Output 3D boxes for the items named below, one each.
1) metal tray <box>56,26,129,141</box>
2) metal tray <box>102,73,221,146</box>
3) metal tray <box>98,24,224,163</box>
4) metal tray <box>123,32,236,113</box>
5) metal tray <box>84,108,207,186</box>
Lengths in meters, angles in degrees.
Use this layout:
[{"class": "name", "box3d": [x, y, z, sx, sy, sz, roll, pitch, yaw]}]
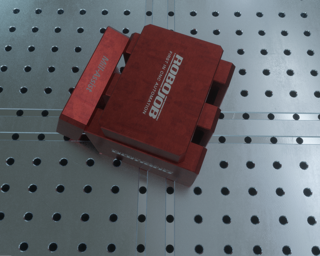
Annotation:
[{"class": "metal tray", "box3d": [-0.086, -0.053, 0.393, 0.030, 0.090, 0.130, 27, 71, -14]}, {"class": "metal tray", "box3d": [0.001, -0.015, 0.381, 0.130, 0.090, 0.030, 19, 70, 5]}, {"class": "metal tray", "box3d": [0.004, -0.039, 0.327, 0.090, 0.030, 0.130, 20, 71, 7]}, {"class": "metal tray", "box3d": [0.022, -0.067, 0.401, 0.130, 0.090, 0.030, 19, 72, 7]}, {"class": "metal tray", "box3d": [-0.016, 0.026, 0.367, 0.130, 0.090, 0.030, 20, 72, 7]}]
